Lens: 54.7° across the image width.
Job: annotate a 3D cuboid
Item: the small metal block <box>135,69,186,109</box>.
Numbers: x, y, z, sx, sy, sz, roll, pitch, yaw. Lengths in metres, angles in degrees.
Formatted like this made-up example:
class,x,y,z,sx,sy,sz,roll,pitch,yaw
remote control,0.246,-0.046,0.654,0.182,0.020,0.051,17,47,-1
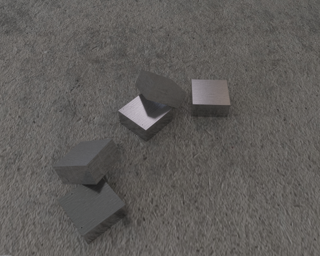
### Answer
class,x,y,z,sx,sy,sz,roll,pitch,yaw
small metal block,0.000,-0.054,0.425,0.050,0.025,0.050,14,22,-30

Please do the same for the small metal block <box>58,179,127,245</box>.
class,x,y,z,sx,sy,sz,roll,pitch,yaw
small metal block,-0.071,0.085,0.331,0.050,0.025,0.050,-33,58,-25

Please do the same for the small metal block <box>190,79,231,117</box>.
class,x,y,z,sx,sy,sz,roll,pitch,yaw
small metal block,0.070,-0.042,0.439,0.050,0.025,0.050,2,50,1

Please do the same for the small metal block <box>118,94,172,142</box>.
class,x,y,z,sx,sy,sz,roll,pitch,yaw
small metal block,-0.019,-0.016,0.417,0.050,0.025,0.050,35,58,25

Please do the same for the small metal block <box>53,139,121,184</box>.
class,x,y,z,sx,sy,sz,roll,pitch,yaw
small metal block,-0.081,0.038,0.350,0.050,0.025,0.050,-6,28,31
